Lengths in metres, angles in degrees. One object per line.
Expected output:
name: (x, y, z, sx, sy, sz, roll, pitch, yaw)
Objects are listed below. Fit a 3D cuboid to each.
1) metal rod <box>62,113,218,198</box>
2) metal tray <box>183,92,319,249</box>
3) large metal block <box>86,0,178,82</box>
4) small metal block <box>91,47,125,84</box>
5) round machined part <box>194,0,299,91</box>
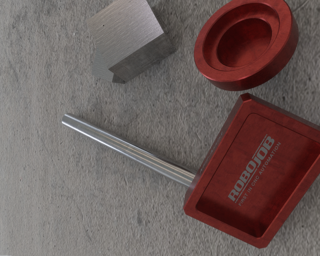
metal rod: (-0.047, 0.028, 0.443, 0.300, 0.025, 0.025, 21, 103, 38)
metal tray: (0.090, 0.043, 0.297, 0.090, 0.030, 0.129, 25, 110, 0)
large metal block: (-0.036, -0.120, 0.402, 0.080, 0.050, 0.080, -30, 70, 13)
small metal block: (-0.073, -0.098, 0.465, 0.050, 0.025, 0.050, 24, 105, 37)
round machined part: (0.087, -0.080, 0.309, 0.098, 0.042, 0.098, -18, 58, 32)
